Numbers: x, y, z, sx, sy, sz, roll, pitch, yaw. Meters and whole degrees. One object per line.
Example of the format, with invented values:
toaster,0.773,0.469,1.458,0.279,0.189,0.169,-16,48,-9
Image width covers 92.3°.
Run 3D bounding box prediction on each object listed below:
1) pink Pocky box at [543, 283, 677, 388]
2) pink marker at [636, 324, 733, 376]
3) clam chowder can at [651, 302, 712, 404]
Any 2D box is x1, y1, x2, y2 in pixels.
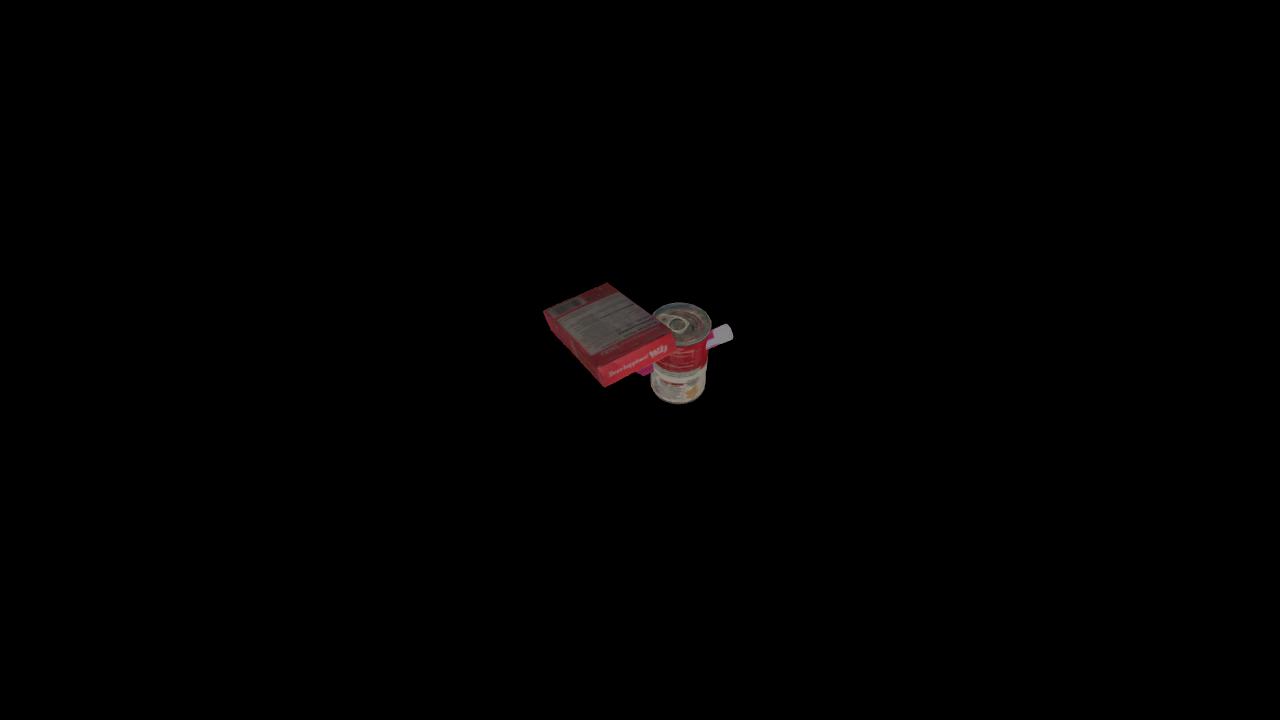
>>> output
pink Pocky box,-0.035,-0.031,0.642,0.084,0.029,0.155,-27,34,-16
pink marker,0.046,-0.009,0.685,0.121,0.020,0.020,-23,-11,26
clam chowder can,0.045,-0.005,0.701,0.068,0.068,0.102,0,-44,1
